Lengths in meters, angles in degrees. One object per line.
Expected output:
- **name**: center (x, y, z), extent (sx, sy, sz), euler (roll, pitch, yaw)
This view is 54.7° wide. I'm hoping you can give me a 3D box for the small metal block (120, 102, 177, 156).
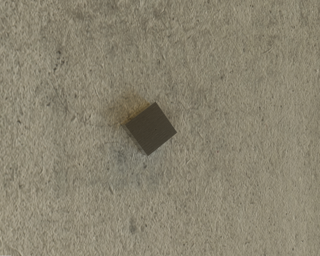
- **small metal block**: center (-0.015, 0.001, 0.406), extent (0.050, 0.025, 0.050), euler (-39, 103, -16)
